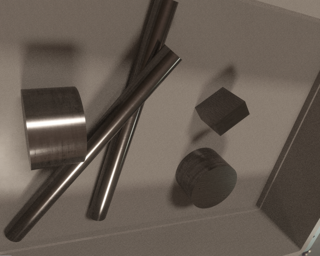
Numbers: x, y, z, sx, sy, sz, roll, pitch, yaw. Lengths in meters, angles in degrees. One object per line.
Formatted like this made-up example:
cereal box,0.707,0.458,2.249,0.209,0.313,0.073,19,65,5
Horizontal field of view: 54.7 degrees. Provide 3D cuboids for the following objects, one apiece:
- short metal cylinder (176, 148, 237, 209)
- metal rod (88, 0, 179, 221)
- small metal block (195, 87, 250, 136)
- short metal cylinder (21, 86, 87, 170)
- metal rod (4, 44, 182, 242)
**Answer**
short metal cylinder,0.072,0.078,0.482,0.081,0.050,0.079,-14,125,-21
metal rod,-0.040,-0.008,0.383,0.025,0.025,0.298,6,115,-32
small metal block,0.085,-0.024,0.426,0.050,0.050,0.025,-36,130,-4
short metal cylinder,-0.109,-0.001,0.314,0.050,0.080,0.079,-7,122,-25
metal rod,-0.085,0.027,0.360,0.299,0.025,0.025,-47,130,12
